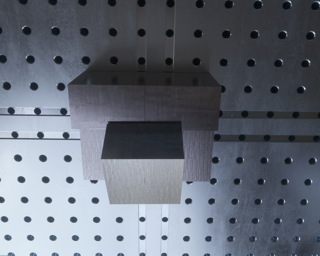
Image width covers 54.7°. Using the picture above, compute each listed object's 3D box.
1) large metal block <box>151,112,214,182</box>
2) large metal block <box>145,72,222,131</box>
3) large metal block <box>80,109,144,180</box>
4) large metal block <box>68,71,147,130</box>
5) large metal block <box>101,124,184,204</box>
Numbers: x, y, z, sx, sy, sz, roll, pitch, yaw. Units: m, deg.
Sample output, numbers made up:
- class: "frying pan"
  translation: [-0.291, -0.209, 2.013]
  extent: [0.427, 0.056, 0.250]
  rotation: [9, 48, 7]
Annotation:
- class: "large metal block"
  translation: [0.025, 0.022, 0.406]
  extent: [0.081, 0.050, 0.079]
  rotation: [1, 110, -1]
- class: "large metal block"
  translation: [0.024, -0.034, 0.371]
  extent: [0.081, 0.080, 0.050]
  rotation: [1, 110, -1]
- class: "large metal block"
  translation: [-0.057, 0.021, 0.405]
  extent: [0.081, 0.050, 0.079]
  rotation: [1, 110, -1]
- class: "large metal block"
  translation: [-0.057, -0.035, 0.369]
  extent: [0.081, 0.080, 0.050]
  rotation: [1, 110, -1]
- class: "large metal block"
  translation: [-0.017, 0.041, 0.344]
  extent: [0.081, 0.050, 0.079]
  rotation: [0, 134, -1]
